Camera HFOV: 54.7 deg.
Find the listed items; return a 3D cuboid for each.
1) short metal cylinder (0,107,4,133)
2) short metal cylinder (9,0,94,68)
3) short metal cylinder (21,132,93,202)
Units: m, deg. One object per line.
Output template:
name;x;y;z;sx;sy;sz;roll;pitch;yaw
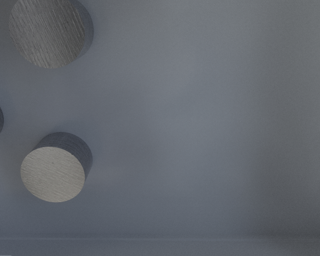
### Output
short metal cylinder;-0.250;-0.007;0.392;0.081;0.050;0.079;0;110;-1
short metal cylinder;-0.121;-0.112;0.355;0.081;0.050;0.079;0;110;-1
short metal cylinder;-0.136;0.051;0.415;0.081;0.050;0.079;0;110;-1
